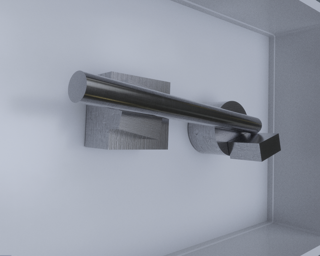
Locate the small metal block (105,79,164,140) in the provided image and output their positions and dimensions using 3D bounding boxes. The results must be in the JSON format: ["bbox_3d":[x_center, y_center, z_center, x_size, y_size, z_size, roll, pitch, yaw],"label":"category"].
[{"bbox_3d":[-0.024,-0.017,0.321,0.050,0.025,0.050,17,79,-39],"label":"small metal block"}]

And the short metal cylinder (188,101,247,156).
[{"bbox_3d":[0.089,0.000,0.465,0.081,0.050,0.079,0,90,-40],"label":"short metal cylinder"}]

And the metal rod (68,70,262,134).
[{"bbox_3d":[0.038,-0.017,0.347,0.302,0.025,0.025,8,85,-48],"label":"metal rod"}]

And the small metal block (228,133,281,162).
[{"bbox_3d":[0.133,0.026,0.436,0.050,0.050,0.025,-19,102,-39],"label":"small metal block"}]

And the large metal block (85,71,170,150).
[{"bbox_3d":[-0.036,-0.016,0.358,0.081,0.050,0.080,3,88,-40],"label":"large metal block"}]
